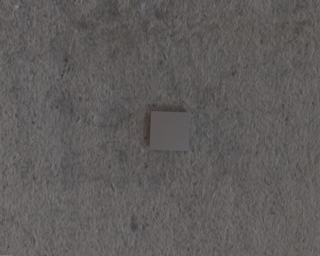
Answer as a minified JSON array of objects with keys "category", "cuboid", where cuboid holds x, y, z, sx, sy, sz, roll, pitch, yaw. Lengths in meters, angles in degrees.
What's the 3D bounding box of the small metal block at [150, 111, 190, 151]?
[{"category":"small metal block","cuboid":[0.013,0.004,0.410,0.050,0.025,0.050,2,90,0]}]
